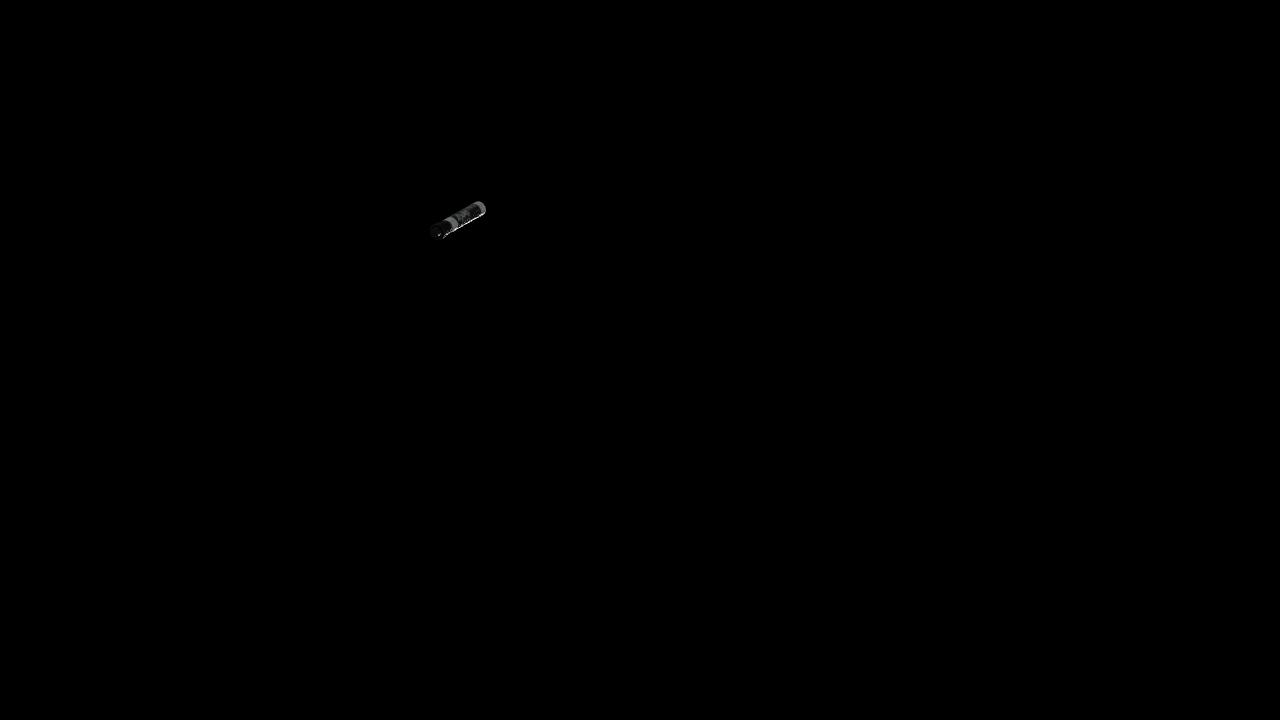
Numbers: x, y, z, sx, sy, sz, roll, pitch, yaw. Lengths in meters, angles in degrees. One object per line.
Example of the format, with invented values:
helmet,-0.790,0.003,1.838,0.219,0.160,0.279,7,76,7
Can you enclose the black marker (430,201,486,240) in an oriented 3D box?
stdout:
black marker,-0.222,-0.171,0.753,0.020,0.020,0.121,0,27,12
